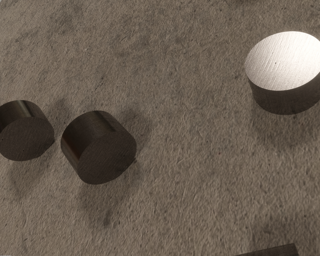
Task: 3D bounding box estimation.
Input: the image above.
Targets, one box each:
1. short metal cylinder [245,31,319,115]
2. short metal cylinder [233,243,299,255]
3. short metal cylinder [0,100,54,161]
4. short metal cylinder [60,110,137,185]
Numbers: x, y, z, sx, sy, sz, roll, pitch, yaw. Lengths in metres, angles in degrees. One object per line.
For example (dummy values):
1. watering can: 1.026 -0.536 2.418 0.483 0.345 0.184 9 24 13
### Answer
1. short metal cylinder: 0.142 -0.061 0.351 0.080 0.050 0.080 -13 56 20
2. short metal cylinder: 0.092 0.135 0.237 0.050 0.080 0.080 -20 54 16
3. short metal cylinder: -0.211 0.004 0.474 0.080 0.080 0.050 -45 51 -3
4. short metal cylinder: -0.077 0.025 0.392 0.080 0.080 0.050 -45 51 -3
